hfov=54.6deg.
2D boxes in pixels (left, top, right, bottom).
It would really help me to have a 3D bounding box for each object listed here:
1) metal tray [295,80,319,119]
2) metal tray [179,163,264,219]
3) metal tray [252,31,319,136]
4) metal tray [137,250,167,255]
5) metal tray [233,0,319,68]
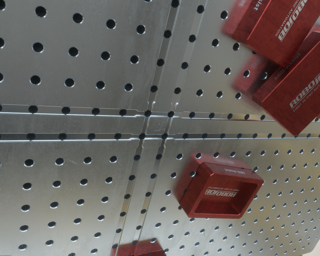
[{"bbox_3d":[0.272,-0.083,0.503,0.091,0.030,0.129,15,111,-34],"label":"metal tray"},{"bbox_3d":[0.108,0.112,0.534,0.131,0.030,0.090,13,112,-34],"label":"metal tray"},{"bbox_3d":[0.212,-0.062,0.454,0.090,0.030,0.130,36,103,-24],"label":"metal tray"},{"bbox_3d":[-0.039,0.287,0.563,0.091,0.030,0.129,-1,119,-28],"label":"metal tray"},{"bbox_3d":[0.164,-0.154,0.401,0.091,0.030,0.129,17,109,-35],"label":"metal tray"}]
